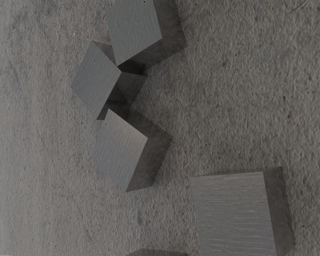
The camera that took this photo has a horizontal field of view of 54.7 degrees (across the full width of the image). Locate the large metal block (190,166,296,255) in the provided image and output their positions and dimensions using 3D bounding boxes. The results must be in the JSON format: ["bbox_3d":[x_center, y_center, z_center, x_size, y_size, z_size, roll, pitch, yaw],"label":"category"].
[{"bbox_3d":[0.084,0.085,0.319,0.080,0.050,0.080,-12,82,39],"label":"large metal block"}]

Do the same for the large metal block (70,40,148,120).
[{"bbox_3d":[-0.076,-0.067,0.452,0.080,0.050,0.080,48,118,29],"label":"large metal block"}]

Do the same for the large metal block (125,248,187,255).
[{"bbox_3d":[-0.007,0.205,0.395,0.080,0.050,0.080,-13,82,39],"label":"large metal block"}]

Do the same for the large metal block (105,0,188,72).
[{"bbox_3d":[-0.020,-0.129,0.405,0.080,0.050,0.080,-21,76,38],"label":"large metal block"}]

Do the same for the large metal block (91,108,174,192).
[{"bbox_3d":[-0.040,0.028,0.422,0.080,0.050,0.079,35,112,34],"label":"large metal block"}]
